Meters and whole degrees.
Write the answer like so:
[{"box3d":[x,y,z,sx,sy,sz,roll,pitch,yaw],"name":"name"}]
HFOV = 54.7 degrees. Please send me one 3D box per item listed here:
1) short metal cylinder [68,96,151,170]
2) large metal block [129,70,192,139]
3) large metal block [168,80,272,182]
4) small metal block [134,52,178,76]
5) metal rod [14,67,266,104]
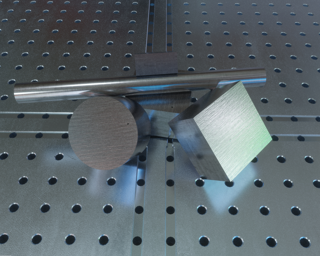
[{"box3d":[-0.056,0.004,0.356,0.080,0.079,0.050,15,9,12],"name":"short metal cylinder"},{"box3d":[0.001,-0.036,0.416,0.080,0.050,0.080,8,51,7],"name":"large metal block"},{"box3d":[0.070,0.004,0.356,0.080,0.050,0.080,-38,103,-27],"name":"large metal block"},{"box3d":[-0.006,-0.083,0.392,0.050,0.025,0.050,-5,15,-4],"name":"small metal block"},{"box3d":[-0.020,-0.053,0.383,0.302,0.025,0.025,-4,50,-4],"name":"metal rod"}]
